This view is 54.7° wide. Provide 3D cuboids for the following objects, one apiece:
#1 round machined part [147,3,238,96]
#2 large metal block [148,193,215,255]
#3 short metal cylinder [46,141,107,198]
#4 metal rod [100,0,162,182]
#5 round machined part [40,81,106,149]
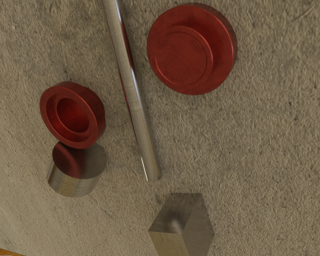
[{"bbox_3d":[0.029,-0.079,0.331,0.098,0.042,0.097,13,124,21],"label":"round machined part"},{"bbox_3d":[0.034,0.151,0.447,0.050,0.080,0.080,-6,116,31],"label":"large metal block"},{"bbox_3d":[-0.128,0.059,0.475,0.080,0.080,0.050,35,129,5],"label":"short metal cylinder"},{"bbox_3d":[-0.037,-0.059,0.389,0.025,0.025,0.298,2,120,27],"label":"metal rod"},{"bbox_3d":[-0.119,-0.022,0.445,0.098,0.042,0.097,13,124,21],"label":"round machined part"}]
